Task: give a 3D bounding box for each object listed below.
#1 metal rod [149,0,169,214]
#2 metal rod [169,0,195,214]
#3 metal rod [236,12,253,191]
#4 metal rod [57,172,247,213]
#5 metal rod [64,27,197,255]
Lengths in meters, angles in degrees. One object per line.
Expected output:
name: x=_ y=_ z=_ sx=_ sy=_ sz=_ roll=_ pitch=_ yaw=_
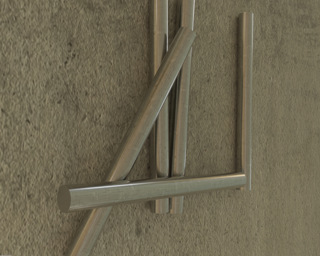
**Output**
metal rod: x=-0.001 y=-0.040 z=0.405 sx=0.025 sy=0.025 sz=0.298 roll=-1 pitch=91 yaw=-40
metal rod: x=0.028 y=-0.035 z=0.430 sx=0.025 sy=0.025 sz=0.298 roll=6 pitch=86 yaw=-40
metal rod: x=0.144 y=-0.045 z=0.528 sx=0.025 sy=0.025 sz=0.298 roll=2 pitch=89 yaw=-40
metal rod: x=0.020 y=0.073 z=0.386 sx=0.302 sy=0.025 sz=0.025 roll=5 pitch=87 yaw=-45
metal rod: x=-0.028 y=0.011 z=0.362 sx=0.025 sy=0.025 sz=0.299 roll=35 pitch=75 yaw=-35
